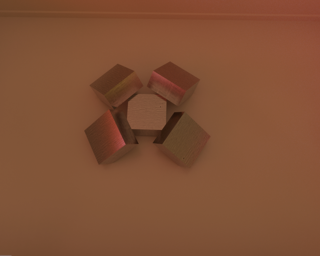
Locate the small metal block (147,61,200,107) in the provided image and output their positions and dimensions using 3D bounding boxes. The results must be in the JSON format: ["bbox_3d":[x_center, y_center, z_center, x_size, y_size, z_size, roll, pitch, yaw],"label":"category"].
[{"bbox_3d":[0.019,-0.061,0.417,0.050,0.025,0.050,33,36,11],"label":"small metal block"}]

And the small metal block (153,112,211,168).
[{"bbox_3d":[0.028,0.015,0.390,0.050,0.025,0.050,42,72,-22],"label":"small metal block"}]

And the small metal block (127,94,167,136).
[{"bbox_3d":[-0.017,-0.017,0.413,0.050,0.025,0.050,2,70,0],"label":"small metal block"}]

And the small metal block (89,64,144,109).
[{"bbox_3d":[-0.059,-0.057,0.414,0.050,0.025,0.050,-41,38,-13],"label":"small metal block"}]

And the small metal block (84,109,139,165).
[{"bbox_3d":[-0.062,0.012,0.390,0.050,0.025,0.050,-37,70,27],"label":"small metal block"}]
